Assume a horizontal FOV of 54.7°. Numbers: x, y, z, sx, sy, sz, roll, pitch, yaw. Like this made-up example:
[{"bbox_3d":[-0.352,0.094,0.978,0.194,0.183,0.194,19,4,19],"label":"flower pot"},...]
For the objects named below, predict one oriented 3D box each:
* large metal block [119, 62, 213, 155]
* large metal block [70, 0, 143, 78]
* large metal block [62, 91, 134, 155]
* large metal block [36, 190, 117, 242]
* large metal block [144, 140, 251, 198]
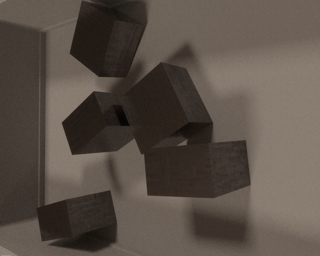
[{"bbox_3d":[0.005,-0.022,0.384,0.080,0.050,0.080,-36,68,34],"label":"large metal block"},{"bbox_3d":[-0.080,-0.127,0.449,0.080,0.050,0.079,39,120,32],"label":"large metal block"},{"bbox_3d":[-0.074,-0.005,0.430,0.080,0.081,0.050,-36,68,34],"label":"large metal block"},{"bbox_3d":[-0.127,0.133,0.473,0.080,0.081,0.050,-22,76,37],"label":"large metal block"},{"bbox_3d":[0.041,0.043,0.336,0.080,0.081,0.050,-8,85,39],"label":"large metal block"}]
